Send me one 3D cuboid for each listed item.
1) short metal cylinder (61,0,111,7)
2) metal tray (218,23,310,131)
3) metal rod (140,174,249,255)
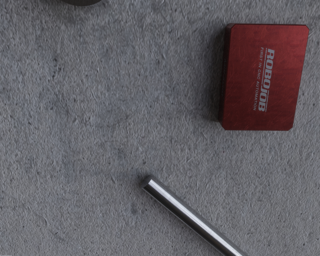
[{"bbox_3d":[-0.081,-0.173,0.332,0.081,0.050,0.079,0,110,-1],"label":"short metal cylinder"},{"bbox_3d":[0.125,-0.062,0.386,0.091,0.030,0.129,0,110,-1],"label":"metal tray"},{"bbox_3d":[0.089,0.172,0.474,0.300,0.025,0.025,42,104,-14],"label":"metal rod"}]
